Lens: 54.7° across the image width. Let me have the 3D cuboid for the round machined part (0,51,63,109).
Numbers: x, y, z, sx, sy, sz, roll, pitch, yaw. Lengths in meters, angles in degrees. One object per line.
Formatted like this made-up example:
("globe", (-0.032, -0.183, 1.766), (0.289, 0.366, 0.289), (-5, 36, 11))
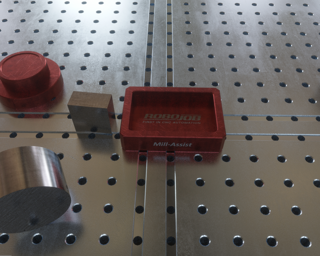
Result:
("round machined part", (-0.199, -0.078, 0.460), (0.099, 0.042, 0.098), (0, 50, 0))

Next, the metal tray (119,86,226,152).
("metal tray", (0.017, -0.014, 0.415), (0.131, 0.030, 0.090), (1, 50, 1))

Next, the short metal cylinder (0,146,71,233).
("short metal cylinder", (-0.138, 0.064, 0.317), (0.081, 0.080, 0.050), (-19, 53, -15))

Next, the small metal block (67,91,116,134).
("small metal block", (-0.088, -0.020, 0.407), (0.050, 0.050, 0.025), (5, 50, 4))
